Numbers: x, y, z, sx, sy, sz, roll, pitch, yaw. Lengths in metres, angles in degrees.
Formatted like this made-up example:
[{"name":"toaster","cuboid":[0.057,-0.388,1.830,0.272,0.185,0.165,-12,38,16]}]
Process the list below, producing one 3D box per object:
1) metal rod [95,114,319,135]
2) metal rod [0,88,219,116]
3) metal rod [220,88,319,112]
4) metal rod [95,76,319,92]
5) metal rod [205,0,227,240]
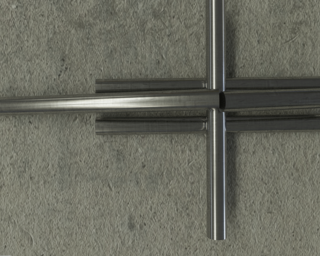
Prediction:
[{"name":"metal rod","cuboid":[0.068,-0.005,0.411,0.302,0.025,0.025,-1,90,-1]},{"name":"metal rod","cuboid":[-0.080,-0.031,0.385,0.302,0.025,0.025,-1,90,9]},{"name":"metal rod","cuboid":[0.220,-0.038,0.389,0.302,0.025,0.025,-3,90,-11]},{"name":"metal rod","cuboid":[0.068,-0.055,0.411,0.302,0.025,0.025,-1,90,-1]},{"name":"metal rod","cuboid":[0.070,-0.013,0.387,0.025,0.025,0.298,0,90,-1]}]
